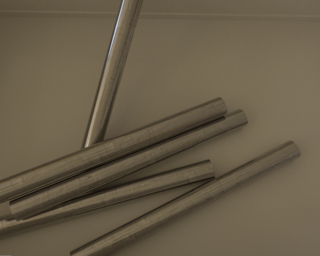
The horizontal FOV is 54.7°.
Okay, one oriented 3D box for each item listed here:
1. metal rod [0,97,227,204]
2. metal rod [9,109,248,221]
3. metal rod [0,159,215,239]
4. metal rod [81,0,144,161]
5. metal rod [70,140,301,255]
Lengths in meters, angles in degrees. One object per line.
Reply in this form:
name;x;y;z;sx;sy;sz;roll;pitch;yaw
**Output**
metal rod;-0.057;0.024;0.370;0.302;0.025;0.025;-21;72;-12
metal rod;-0.026;0.039;0.382;0.302;0.025;0.025;-21;72;-13
metal rod;-0.081;0.089;0.376;0.302;0.025;0.025;-15;71;-6
metal rod;-0.052;-0.089;0.376;0.025;0.025;0.298;17;96;6
metal rod;0.038;0.089;0.377;0.302;0.025;0.025;-25;72;-9
